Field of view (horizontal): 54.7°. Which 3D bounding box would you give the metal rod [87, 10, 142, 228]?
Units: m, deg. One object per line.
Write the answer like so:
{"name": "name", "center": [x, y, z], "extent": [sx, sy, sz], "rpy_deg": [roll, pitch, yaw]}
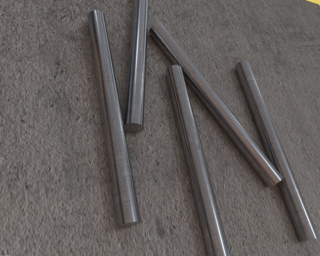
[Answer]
{"name": "metal rod", "center": [-0.062, -0.031, 0.388], "extent": [0.025, 0.025, 0.299], "rpy_deg": [1, 61, -28]}

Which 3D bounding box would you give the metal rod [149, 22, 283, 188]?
{"name": "metal rod", "center": [0.079, -0.041, 0.470], "extent": [0.025, 0.025, 0.299], "rpy_deg": [-28, 77, -37]}

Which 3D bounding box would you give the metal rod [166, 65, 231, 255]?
{"name": "metal rod", "center": [0.047, 0.044, 0.401], "extent": [0.025, 0.025, 0.299], "rpy_deg": [3, 60, -27]}

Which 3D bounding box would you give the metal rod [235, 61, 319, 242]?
{"name": "metal rod", "center": [0.174, 0.020, 0.484], "extent": [0.025, 0.025, 0.299], "rpy_deg": [2, 61, -27]}

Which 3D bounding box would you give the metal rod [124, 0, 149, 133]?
{"name": "metal rod", "center": [-0.032, -0.127, 0.463], "extent": [0.025, 0.025, 0.299], "rpy_deg": [14, 56, -21]}
